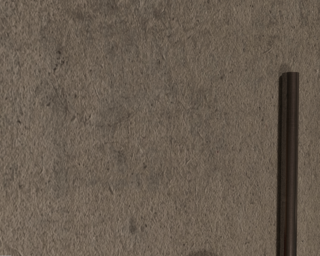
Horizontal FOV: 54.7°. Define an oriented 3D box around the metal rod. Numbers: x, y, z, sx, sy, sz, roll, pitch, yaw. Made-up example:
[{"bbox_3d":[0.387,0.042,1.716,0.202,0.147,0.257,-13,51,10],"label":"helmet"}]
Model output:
[{"bbox_3d":[0.203,0.063,0.486,0.025,0.025,0.298,1,90,-20],"label":"metal rod"}]
